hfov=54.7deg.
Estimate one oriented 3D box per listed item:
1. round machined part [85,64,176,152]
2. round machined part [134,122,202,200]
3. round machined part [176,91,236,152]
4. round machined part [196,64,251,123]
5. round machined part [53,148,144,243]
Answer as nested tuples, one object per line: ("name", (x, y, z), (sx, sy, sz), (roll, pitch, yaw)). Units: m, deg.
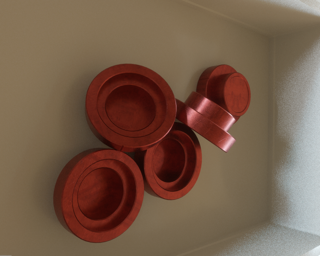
("round machined part", (-0.034, -0.020, 0.350), (0.099, 0.042, 0.098), (5, 70, -14))
("round machined part", (0.006, 0.041, 0.403), (0.099, 0.042, 0.097), (0, 90, -40))
("round machined part", (0.059, -0.012, 0.406), (0.098, 0.098, 0.042), (32, 94, -36))
("round machined part", (0.106, -0.051, 0.487), (0.099, 0.042, 0.097), (0, 90, -40))
("round machined part", (-0.069, 0.070, 0.339), (0.099, 0.042, 0.097), (0, 90, -40))
